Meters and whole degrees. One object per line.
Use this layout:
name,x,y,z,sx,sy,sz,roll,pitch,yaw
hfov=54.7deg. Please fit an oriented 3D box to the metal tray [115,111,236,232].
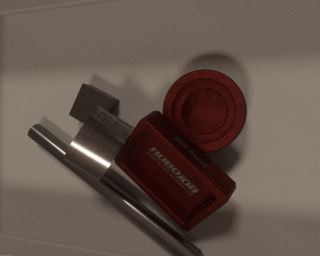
metal tray,0.014,0.053,0.374,0.130,0.030,0.089,43,130,7

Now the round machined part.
round machined part,0.057,-0.020,0.381,0.098,0.042,0.097,0,90,19

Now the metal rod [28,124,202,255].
metal rod,-0.073,0.085,0.435,0.300,0.025,0.025,34,101,16

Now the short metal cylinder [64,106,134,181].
short metal cylinder,-0.076,0.019,0.389,0.050,0.080,0.080,33,101,-5

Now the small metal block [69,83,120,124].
small metal block,-0.094,-0.030,0.442,0.050,0.025,0.050,29,99,17
